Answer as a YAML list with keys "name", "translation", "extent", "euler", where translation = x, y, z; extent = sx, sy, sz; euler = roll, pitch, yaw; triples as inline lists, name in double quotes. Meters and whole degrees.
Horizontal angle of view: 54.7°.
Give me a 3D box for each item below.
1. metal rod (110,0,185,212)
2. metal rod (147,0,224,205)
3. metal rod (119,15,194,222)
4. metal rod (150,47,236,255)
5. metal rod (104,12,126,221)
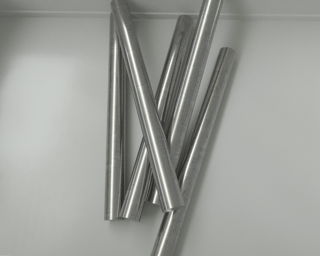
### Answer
- name: "metal rod"
  translation: [-0.022, -0.046, 0.390]
  extent: [0.025, 0.025, 0.299]
  euler: [-13, 68, -5]
- name: "metal rod"
  translation: [0.037, -0.053, 0.385]
  extent: [0.025, 0.025, 0.299]
  euler: [16, 87, 5]
- name: "metal rod"
  translation: [0.002, -0.029, 0.411]
  extent: [0.025, 0.025, 0.299]
  euler: [13, 67, 5]
- name: "metal rod"
  translation: [0.048, 0.023, 0.401]
  extent: [0.025, 0.025, 0.300]
  euler: [18, 71, 6]
- name: "metal rod"
  translation: [-0.059, -0.031, 0.420]
  extent: [0.025, 0.025, 0.299]
  euler: [-2, 70, -1]
